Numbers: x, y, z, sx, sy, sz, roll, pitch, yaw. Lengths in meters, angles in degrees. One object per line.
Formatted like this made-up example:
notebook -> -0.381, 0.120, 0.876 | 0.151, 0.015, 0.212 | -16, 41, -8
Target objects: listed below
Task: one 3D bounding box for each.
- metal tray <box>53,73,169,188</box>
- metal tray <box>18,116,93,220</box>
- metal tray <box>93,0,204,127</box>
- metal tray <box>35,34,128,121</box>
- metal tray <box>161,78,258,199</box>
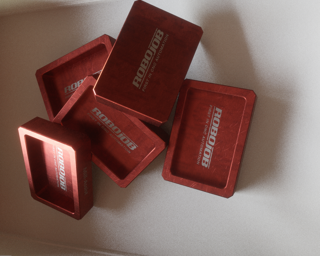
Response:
metal tray -> -0.063, 0.004, 0.404 | 0.130, 0.030, 0.090 | 43, 110, -1
metal tray -> -0.139, 0.057, 0.422 | 0.090, 0.030, 0.129 | 18, 125, 19
metal tray -> -0.013, -0.077, 0.373 | 0.090, 0.030, 0.130 | 23, 78, -5
metal tray -> -0.107, -0.064, 0.442 | 0.130, 0.030, 0.090 | -22, 83, 18
metal tray -> 0.061, 0.011, 0.384 | 0.090, 0.030, 0.129 | 13, 94, 19
